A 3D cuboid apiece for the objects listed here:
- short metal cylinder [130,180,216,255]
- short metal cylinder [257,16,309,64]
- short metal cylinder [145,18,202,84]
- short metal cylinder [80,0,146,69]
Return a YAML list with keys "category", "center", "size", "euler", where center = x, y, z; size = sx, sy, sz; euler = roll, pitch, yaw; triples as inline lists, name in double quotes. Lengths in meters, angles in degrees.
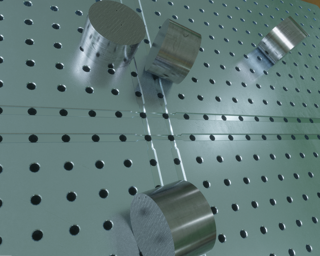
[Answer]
- category: "short metal cylinder"
  center: [0.011, 0.099, 0.318]
  size: [0.050, 0.080, 0.080]
  euler: [-12, 68, -33]
- category: "short metal cylinder"
  center: [0.239, -0.170, 0.605]
  size: [0.081, 0.080, 0.050]
  euler: [-35, 81, -38]
- category: "short metal cylinder"
  center: [0.018, -0.110, 0.449]
  size: [0.050, 0.080, 0.080]
  euler: [22, 54, -16]
- category: "short metal cylinder"
  center: [-0.067, -0.131, 0.436]
  size: [0.081, 0.050, 0.080]
  euler: [13, 56, -21]
